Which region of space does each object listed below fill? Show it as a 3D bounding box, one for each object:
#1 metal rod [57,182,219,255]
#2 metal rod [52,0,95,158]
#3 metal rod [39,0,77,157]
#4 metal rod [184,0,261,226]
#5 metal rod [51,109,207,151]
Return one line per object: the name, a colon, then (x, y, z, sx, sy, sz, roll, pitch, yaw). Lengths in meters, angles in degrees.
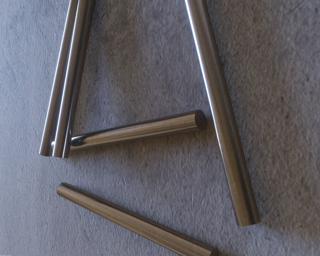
metal rod: (-0.054, 0.128, 0.447, 0.300, 0.025, 0.025, 10, 97, 39)
metal rod: (-0.134, -0.101, 0.494, 0.025, 0.025, 0.298, 10, 91, 39)
metal rod: (-0.171, -0.091, 0.542, 0.025, 0.025, 0.298, 26, 106, 36)
metal rod: (0.064, -0.044, 0.350, 0.025, 0.025, 0.298, -19, 78, 38)
metal rod: (-0.067, 0.011, 0.457, 0.300, 0.025, 0.025, -10, 84, 39)
